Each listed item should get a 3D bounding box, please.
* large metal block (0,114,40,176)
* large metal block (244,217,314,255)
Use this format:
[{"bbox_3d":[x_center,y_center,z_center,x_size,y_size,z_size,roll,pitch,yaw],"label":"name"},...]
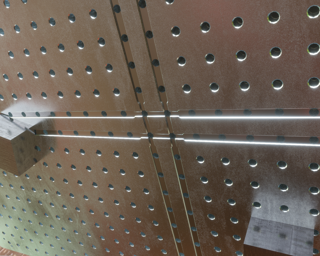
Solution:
[{"bbox_3d":[-0.272,0.030,0.558,0.080,0.050,0.079,17,125,18],"label":"large metal block"},{"bbox_3d":[0.160,0.175,0.419,0.080,0.050,0.080,5,121,25],"label":"large metal block"}]
